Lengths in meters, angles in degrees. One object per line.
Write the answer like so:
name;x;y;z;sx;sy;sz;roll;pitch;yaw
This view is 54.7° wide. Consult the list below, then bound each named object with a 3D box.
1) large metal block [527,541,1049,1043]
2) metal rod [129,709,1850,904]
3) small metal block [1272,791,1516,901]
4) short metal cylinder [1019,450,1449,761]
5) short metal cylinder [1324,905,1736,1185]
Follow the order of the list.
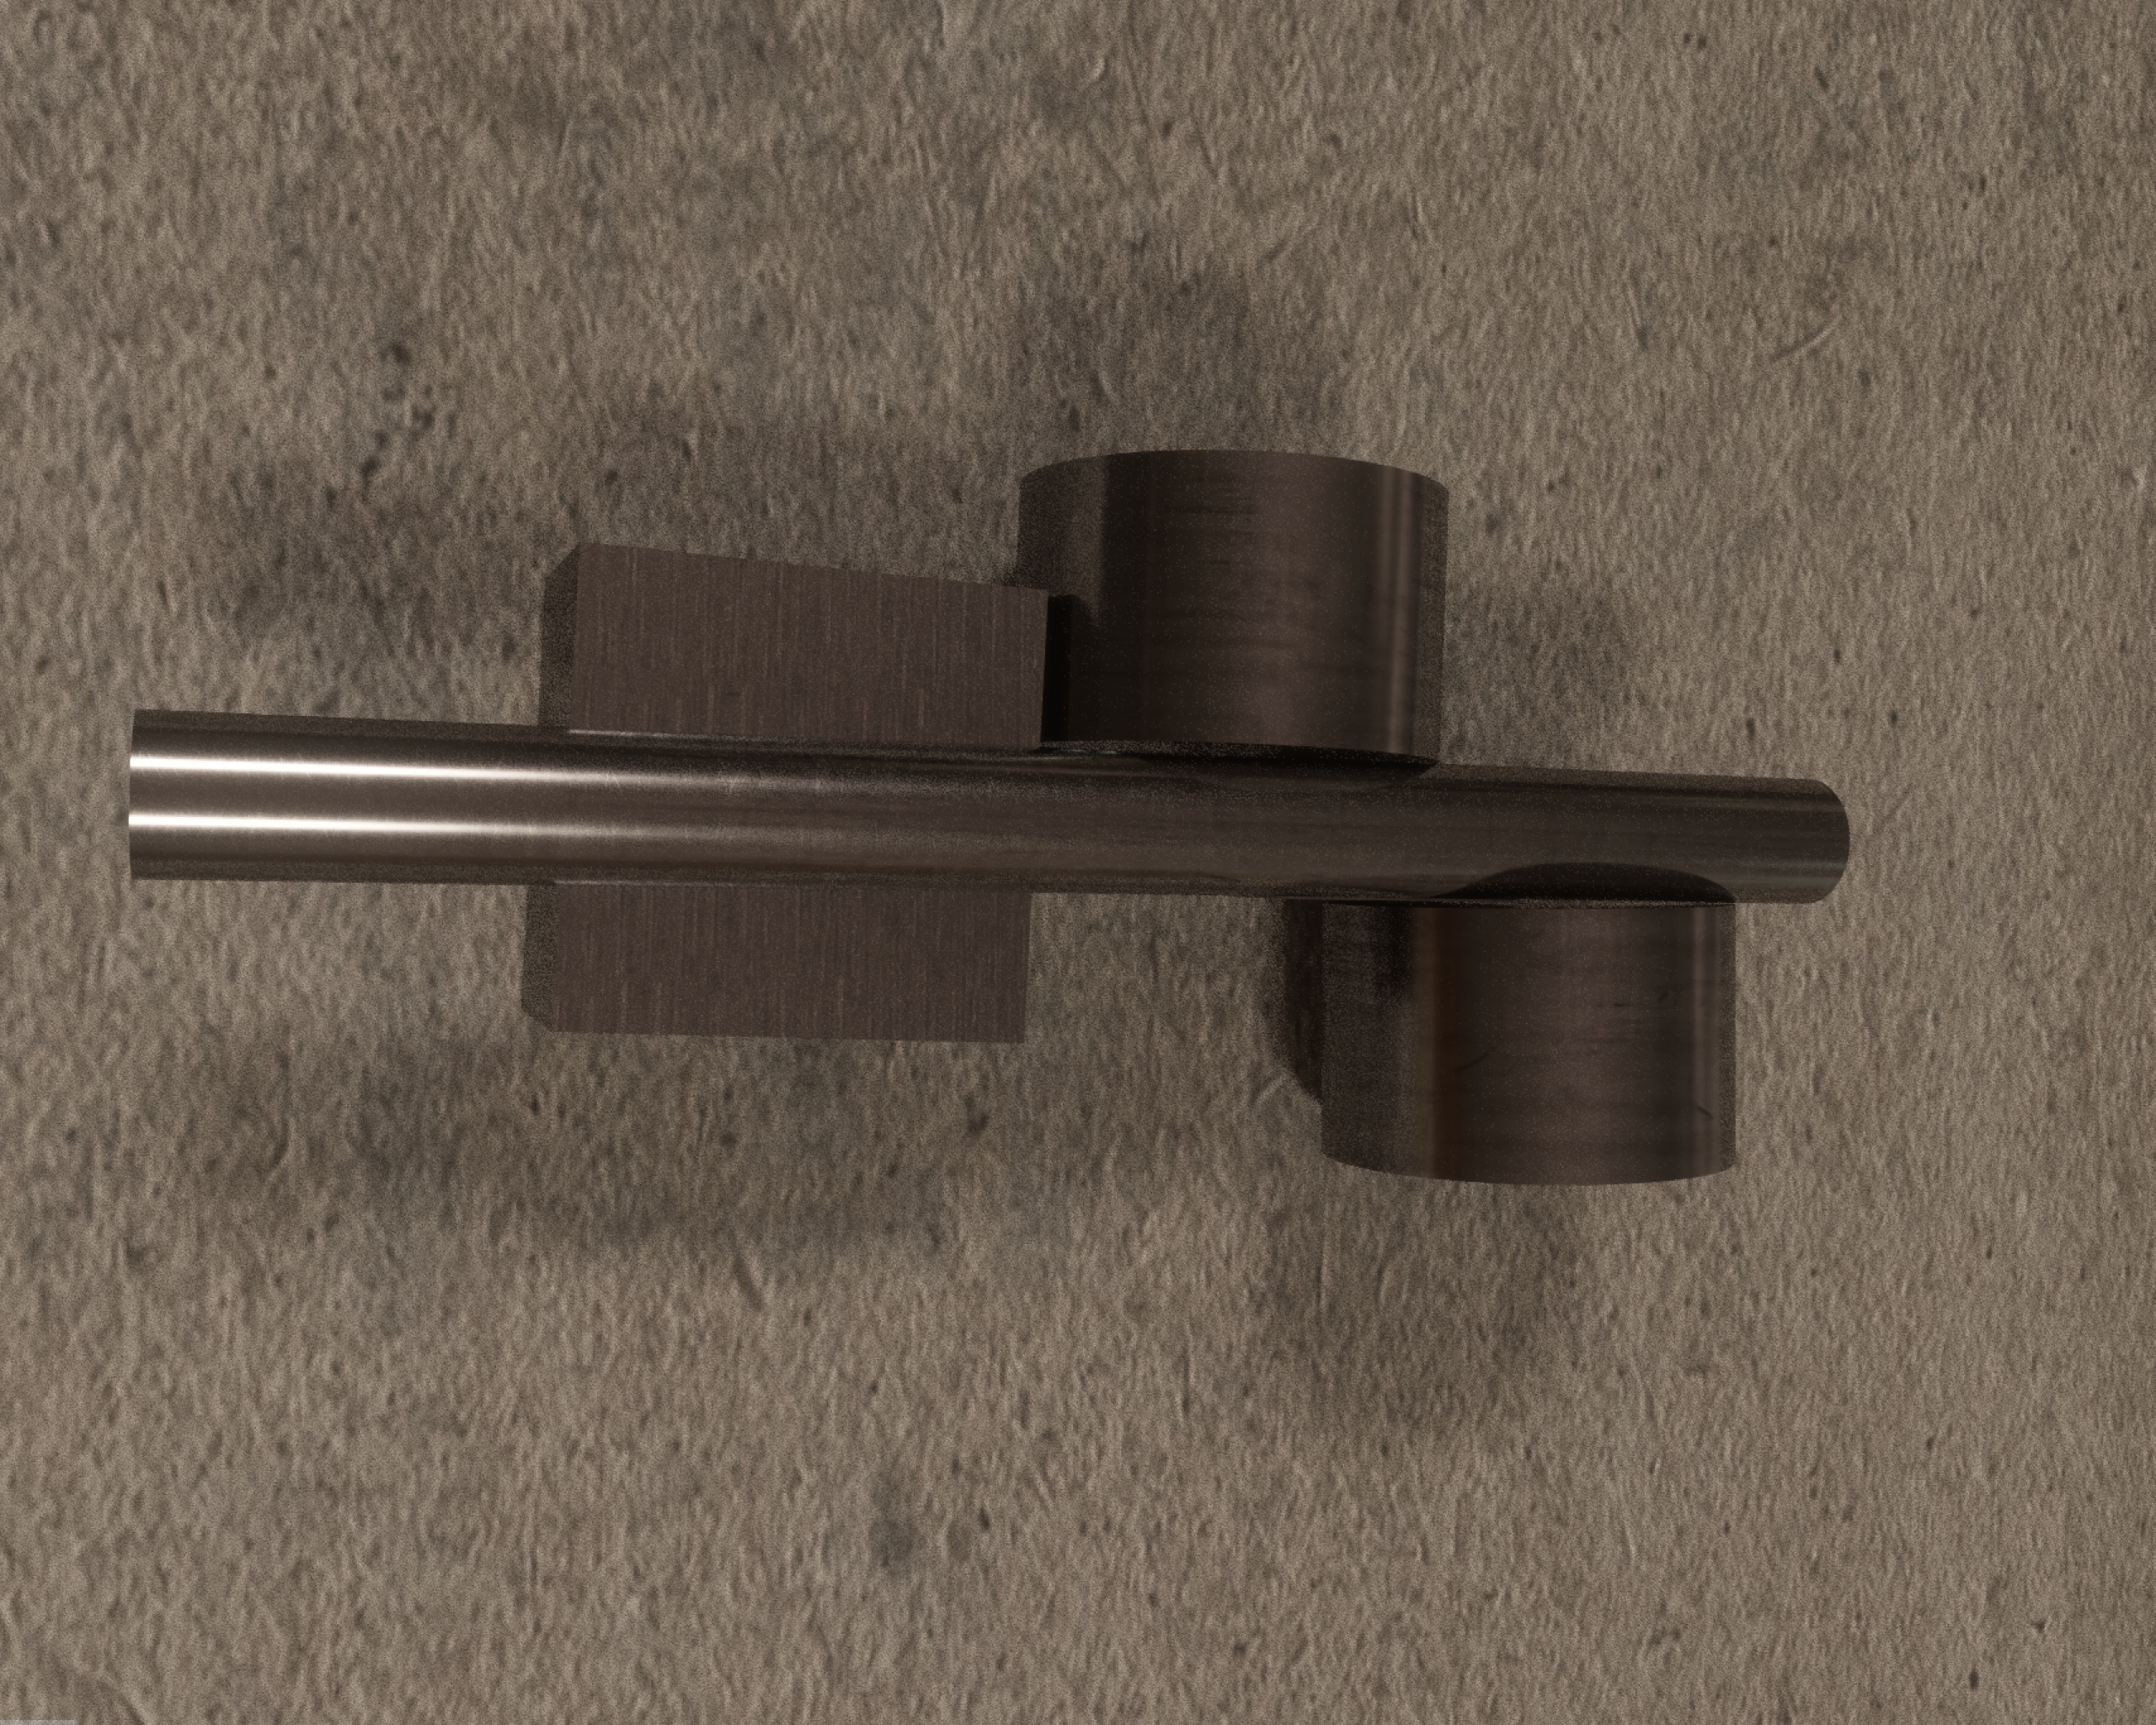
large metal block;-0.054;-0.010;0.374;0.081;0.050;0.079;3;89;-20
metal rod;0.004;-0.007;0.358;0.303;0.025;0.025;1;90;-22
small metal block;0.052;-0.005;0.416;0.050;0.050;0.025;1;90;-20
short metal cylinder;0.028;-0.045;0.393;0.081;0.080;0.050;2;90;-20
short metal cylinder;0.089;0.033;0.415;0.081;0.080;0.050;0;90;-20
